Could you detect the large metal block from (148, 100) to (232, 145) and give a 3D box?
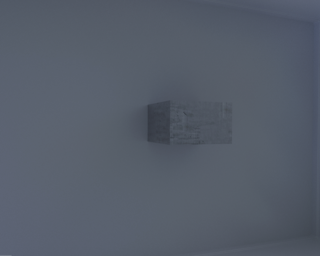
[{"bbox_3d":[0.035,-0.006,0.395,0.081,0.080,0.050,0,90,-20],"label":"large metal block"}]
